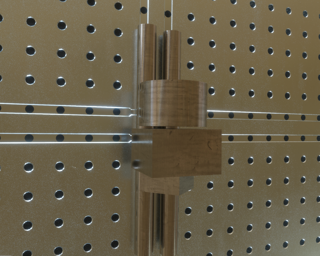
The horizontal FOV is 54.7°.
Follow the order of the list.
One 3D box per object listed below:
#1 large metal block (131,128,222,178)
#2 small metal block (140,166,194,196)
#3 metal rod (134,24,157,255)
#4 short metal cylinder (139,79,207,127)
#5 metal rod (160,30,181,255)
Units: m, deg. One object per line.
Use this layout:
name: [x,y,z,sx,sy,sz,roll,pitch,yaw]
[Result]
large metal block: [0.016,0.026,0.364,0.081,0.080,0.050,0,90,-20]
small metal block: [0.010,0.063,0.380,0.050,0.050,0.025,1,90,-65]
metal rod: [-0.019,0.015,0.408,0.025,0.025,0.298,1,90,-20]
short metal cylinder: [0.016,-0.027,0.368,0.081,0.080,0.050,1,90,-20]
metal rod: [0.014,0.020,0.420,0.025,0.025,0.298,1,90,-20]
